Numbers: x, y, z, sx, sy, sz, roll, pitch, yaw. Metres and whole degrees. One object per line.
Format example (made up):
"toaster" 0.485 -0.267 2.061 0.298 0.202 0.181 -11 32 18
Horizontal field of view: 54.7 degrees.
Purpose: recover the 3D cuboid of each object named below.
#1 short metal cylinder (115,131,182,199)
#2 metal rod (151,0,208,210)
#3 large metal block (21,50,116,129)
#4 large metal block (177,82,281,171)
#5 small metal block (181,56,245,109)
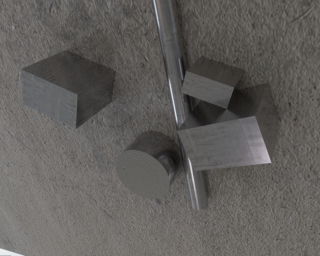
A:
"short metal cylinder" -0.014 0.051 0.429 0.080 0.050 0.079 13 124 21
"metal rod" 0.028 -0.022 0.378 0.025 0.025 0.298 2 120 27
"large metal block" -0.116 -0.053 0.400 0.080 0.080 0.050 24 127 13
"large metal block" 0.077 -0.001 0.330 0.080 0.080 0.050 -12 112 33
"small metal block" 0.057 -0.050 0.330 0.050 0.050 0.025 22 127 15
